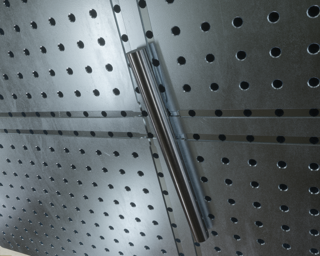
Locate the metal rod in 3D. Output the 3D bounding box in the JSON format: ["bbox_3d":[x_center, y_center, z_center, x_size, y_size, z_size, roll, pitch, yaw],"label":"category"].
[{"bbox_3d":[0.018,0.038,0.425,0.025,0.025,0.299,-6,116,31],"label":"metal rod"}]
